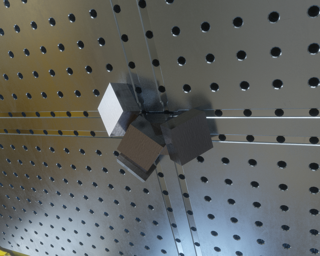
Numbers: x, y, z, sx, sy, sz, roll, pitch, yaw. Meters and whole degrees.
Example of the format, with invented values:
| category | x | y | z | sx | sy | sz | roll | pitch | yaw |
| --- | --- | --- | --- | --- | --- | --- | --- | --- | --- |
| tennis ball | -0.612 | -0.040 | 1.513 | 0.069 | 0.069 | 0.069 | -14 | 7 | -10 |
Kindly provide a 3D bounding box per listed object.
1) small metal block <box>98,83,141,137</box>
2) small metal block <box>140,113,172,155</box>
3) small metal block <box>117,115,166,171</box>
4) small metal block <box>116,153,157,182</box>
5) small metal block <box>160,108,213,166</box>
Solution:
| category | x | y | z | sx | sy | sz | roll | pitch | yaw |
| --- | --- | --- | --- | --- | --- | --- | --- | --- | --- |
| small metal block | -0.055 | -0.024 | 0.410 | 0.050 | 0.025 | 0.050 | -55 | 50 | 39 |
| small metal block | -0.007 | 0.008 | 0.420 | 0.050 | 0.025 | 0.050 | 1 | 122 | 27 |
| small metal block | -0.021 | 0.020 | 0.403 | 0.050 | 0.025 | 0.050 | 35 | 129 | 4 |
| small metal block | -0.034 | 0.052 | 0.446 | 0.050 | 0.025 | 0.050 | 38 | 166 | 2 |
| small metal block | 0.034 | 0.010 | 0.381 | 0.025 | 0.050 | 0.050 | 24 | 136 | 56 |
